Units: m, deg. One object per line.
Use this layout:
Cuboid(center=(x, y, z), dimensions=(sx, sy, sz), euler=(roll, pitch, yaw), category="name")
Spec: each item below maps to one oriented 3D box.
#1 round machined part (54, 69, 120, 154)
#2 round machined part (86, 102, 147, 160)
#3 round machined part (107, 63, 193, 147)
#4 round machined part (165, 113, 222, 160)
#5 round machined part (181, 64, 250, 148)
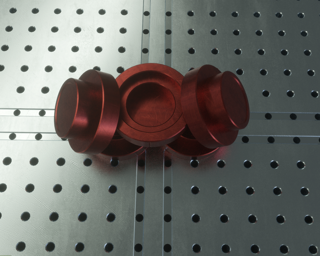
Cuboid(center=(-0.089, -0.020, 0.355), dimensions=(0.042, 0.098, 0.098), euler=(10, 65, -37), category="round machined part")
Cuboid(center=(-0.055, -0.010, 0.405), dimensions=(0.099, 0.042, 0.098), euler=(0, 70, -1), category="round machined part")
Cuboid(center=(-0.010, -0.024, 0.365), dimensions=(0.099, 0.042, 0.098), euler=(0, 70, -1), category="round machined part")
Cuboid(center=(0.043, -0.010, 0.407), dimensions=(0.099, 0.042, 0.098), euler=(0, 70, -1), category="round machined part")
Cuboid(center=(0.070, -0.028, 0.359), dimensions=(0.042, 0.098, 0.098), euler=(-16, 65, 37), category="round machined part")
